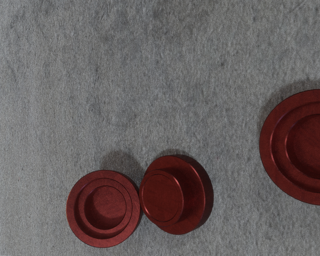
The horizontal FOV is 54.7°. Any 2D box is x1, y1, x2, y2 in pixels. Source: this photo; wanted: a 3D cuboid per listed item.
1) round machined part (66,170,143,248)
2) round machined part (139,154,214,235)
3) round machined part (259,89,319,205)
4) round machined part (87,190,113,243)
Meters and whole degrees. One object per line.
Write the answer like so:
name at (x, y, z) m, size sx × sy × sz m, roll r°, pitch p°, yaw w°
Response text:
round machined part at (-0.071, 0.106, 0.416) m, size 0.099 × 0.042 × 0.097 m, roll -1°, pitch 80°, yaw 6°
round machined part at (0.013, 0.082, 0.382) m, size 0.098 × 0.042 × 0.097 m, roll 0°, pitch 90°, yaw 39°
round machined part at (0.144, 0.016, 0.275) m, size 0.098 × 0.042 × 0.097 m, roll 0°, pitch 90°, yaw 39°
round machined part at (-0.099, 0.132, 0.473) m, size 0.098 × 0.042 × 0.097 m, roll 0°, pitch 90°, yaw 39°
